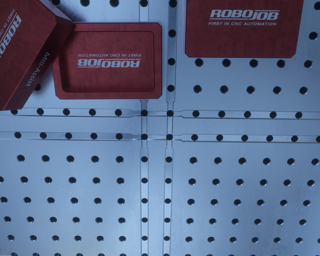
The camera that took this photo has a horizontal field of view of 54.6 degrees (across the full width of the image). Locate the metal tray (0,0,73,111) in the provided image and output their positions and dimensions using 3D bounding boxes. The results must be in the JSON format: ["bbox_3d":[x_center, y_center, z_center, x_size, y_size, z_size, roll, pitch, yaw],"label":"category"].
[{"bbox_3d":[-0.170,-0.095,0.356,0.090,0.030,0.130,42,107,10],"label":"metal tray"}]

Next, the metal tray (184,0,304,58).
[{"bbox_3d":[0.095,-0.130,0.364,0.131,0.030,0.089,0,110,0],"label":"metal tray"}]

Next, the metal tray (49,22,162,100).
[{"bbox_3d":[-0.063,-0.082,0.379,0.131,0.030,0.089,0,110,0],"label":"metal tray"}]
